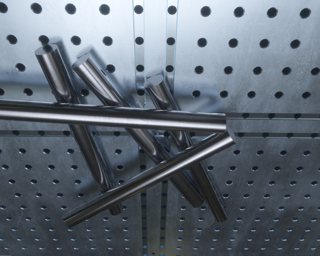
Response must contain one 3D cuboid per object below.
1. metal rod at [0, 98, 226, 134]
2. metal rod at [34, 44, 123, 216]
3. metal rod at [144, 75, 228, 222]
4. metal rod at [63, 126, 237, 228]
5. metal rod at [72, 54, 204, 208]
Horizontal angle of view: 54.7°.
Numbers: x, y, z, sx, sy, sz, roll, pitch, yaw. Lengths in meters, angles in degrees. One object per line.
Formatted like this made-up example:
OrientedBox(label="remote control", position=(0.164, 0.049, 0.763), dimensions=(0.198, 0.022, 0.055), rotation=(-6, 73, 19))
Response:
OrientedBox(label="metal rod", position=(-0.073, -0.015, 0.365), dimensions=(0.302, 0.025, 0.025), rotation=(4, 130, -4))
OrientedBox(label="metal rod", position=(-0.099, 0.026, 0.432), dimensions=(0.025, 0.025, 0.298), rotation=(-8, 130, 6))
OrientedBox(label="metal rod", position=(0.050, 0.050, 0.454), dimensions=(0.025, 0.025, 0.299), rotation=(-18, 128, 14))
OrientedBox(label="metal rod", position=(-0.028, 0.079, 0.445), dimensions=(0.300, 0.025, 0.025), rotation=(-31, 124, 23))
OrientedBox(label="metal rod", position=(-0.013, 0.023, 0.430), dimensions=(0.025, 0.025, 0.300), rotation=(-24, 127, 19))
